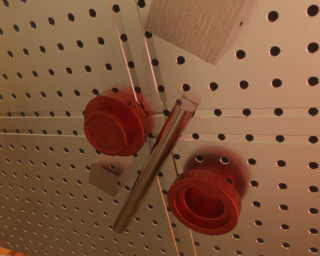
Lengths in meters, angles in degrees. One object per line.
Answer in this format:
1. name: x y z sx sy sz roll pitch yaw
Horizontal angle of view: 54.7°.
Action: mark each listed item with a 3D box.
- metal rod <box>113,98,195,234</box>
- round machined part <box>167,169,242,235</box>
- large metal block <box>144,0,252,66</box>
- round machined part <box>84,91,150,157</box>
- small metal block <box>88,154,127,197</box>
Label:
1. metal rod: -0.021 0.076 0.469 0.025 0.025 0.298 32 129 7
2. round machined part: 0.063 0.097 0.427 0.098 0.042 0.097 13 124 21
3. large metal block: 0.041 -0.120 0.299 0.080 0.050 0.079 29 128 9
4. round machined part: -0.067 0.000 0.436 0.098 0.042 0.097 13 124 21
5. small metal block: -0.086 0.077 0.504 0.050 0.025 0.050 26 128 12
